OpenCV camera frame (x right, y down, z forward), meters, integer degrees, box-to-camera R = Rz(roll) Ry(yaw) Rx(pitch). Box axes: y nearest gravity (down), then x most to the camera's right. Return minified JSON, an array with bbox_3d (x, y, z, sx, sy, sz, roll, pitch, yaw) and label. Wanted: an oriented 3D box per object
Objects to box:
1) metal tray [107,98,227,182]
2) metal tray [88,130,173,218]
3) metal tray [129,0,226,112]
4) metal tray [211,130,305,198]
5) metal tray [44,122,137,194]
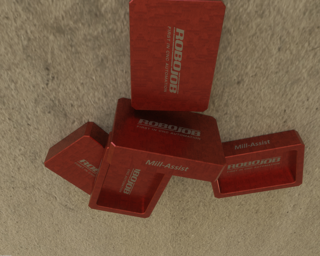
[{"bbox_3d":[0.008,0.013,0.375,0.131,0.090,0.030,11,129,-10],"label":"metal tray"},{"bbox_3d":[-0.039,0.068,0.421,0.091,0.030,0.129,14,128,-13],"label":"metal tray"},{"bbox_3d":[0.014,-0.078,0.337,0.091,0.030,0.129,1,130,-2],"label":"metal tray"},{"bbox_3d":[0.137,0.056,0.453,0.131,0.030,0.090,-11,130,9],"label":"metal tray"},{"bbox_3d":[-0.087,0.058,0.452,0.090,0.030,0.130,-32,124,24],"label":"metal tray"}]
